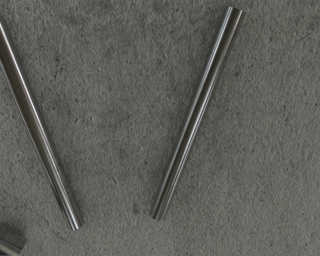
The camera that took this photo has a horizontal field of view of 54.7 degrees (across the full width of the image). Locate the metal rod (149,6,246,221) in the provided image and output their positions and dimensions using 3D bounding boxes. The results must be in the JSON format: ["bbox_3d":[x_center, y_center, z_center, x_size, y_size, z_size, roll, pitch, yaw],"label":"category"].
[{"bbox_3d":[0.042,-0.005,0.408,0.025,0.025,0.298,17,109,-6],"label":"metal rod"}]

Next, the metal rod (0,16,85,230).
[{"bbox_3d":[-0.160,0.008,0.411,0.025,0.025,0.298,-13,110,4],"label":"metal rod"}]

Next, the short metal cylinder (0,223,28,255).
[{"bbox_3d":[-0.239,0.183,0.446,0.050,0.080,0.080,38,106,-13],"label":"short metal cylinder"}]
